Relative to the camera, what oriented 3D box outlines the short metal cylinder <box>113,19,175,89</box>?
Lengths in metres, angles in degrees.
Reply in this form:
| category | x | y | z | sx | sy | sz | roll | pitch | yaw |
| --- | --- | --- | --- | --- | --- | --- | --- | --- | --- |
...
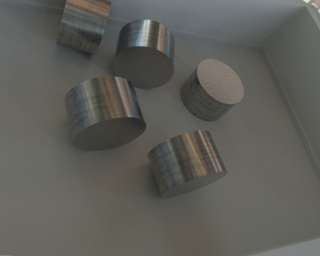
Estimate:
| category | x | y | z | sx | sy | sz | roll | pitch | yaw |
| --- | --- | --- | --- | --- | --- | --- | --- | --- | --- |
| short metal cylinder | -0.020 | -0.098 | 0.421 | 0.081 | 0.080 | 0.050 | 16 | 55 | -19 |

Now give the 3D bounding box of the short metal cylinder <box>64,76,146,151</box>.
| category | x | y | z | sx | sy | sz | roll | pitch | yaw |
| --- | --- | --- | --- | --- | --- | --- | --- | --- | --- |
| short metal cylinder | -0.061 | -0.014 | 0.347 | 0.081 | 0.080 | 0.050 | -5 | 64 | -31 |

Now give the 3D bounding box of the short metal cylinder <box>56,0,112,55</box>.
| category | x | y | z | sx | sy | sz | roll | pitch | yaw |
| --- | --- | --- | --- | --- | --- | --- | --- | --- | --- |
| short metal cylinder | -0.100 | -0.141 | 0.404 | 0.050 | 0.080 | 0.080 | 15 | 56 | -21 |

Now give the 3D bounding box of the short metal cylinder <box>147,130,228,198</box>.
| category | x | y | z | sx | sy | sz | roll | pitch | yaw |
| --- | --- | --- | --- | --- | --- | --- | --- | --- | --- |
| short metal cylinder | 0.031 | 0.043 | 0.362 | 0.081 | 0.080 | 0.050 | -7 | 66 | -32 |

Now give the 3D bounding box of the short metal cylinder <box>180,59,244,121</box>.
| category | x | y | z | sx | sy | sz | roll | pitch | yaw |
| --- | --- | --- | --- | --- | --- | --- | --- | --- | --- |
| short metal cylinder | 0.078 | -0.057 | 0.468 | 0.081 | 0.050 | 0.080 | 14 | 56 | -21 |
